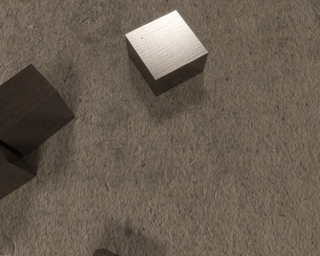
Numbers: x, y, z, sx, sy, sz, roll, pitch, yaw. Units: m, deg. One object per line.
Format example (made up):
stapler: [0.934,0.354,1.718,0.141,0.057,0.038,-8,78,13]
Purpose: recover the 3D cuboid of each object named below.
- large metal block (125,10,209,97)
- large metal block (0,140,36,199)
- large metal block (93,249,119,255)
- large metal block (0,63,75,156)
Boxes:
large metal block: [0.008,-0.103,0.433,0.080,0.050,0.080,-29,73,-11]
large metal block: [-0.206,0.052,0.357,0.080,0.080,0.050,-35,74,-12]
large metal block: [-0.046,0.184,0.327,0.080,0.050,0.080,23,71,8]
large metal block: [-0.163,-0.019,0.384,0.080,0.080,0.050,-42,76,-14]
